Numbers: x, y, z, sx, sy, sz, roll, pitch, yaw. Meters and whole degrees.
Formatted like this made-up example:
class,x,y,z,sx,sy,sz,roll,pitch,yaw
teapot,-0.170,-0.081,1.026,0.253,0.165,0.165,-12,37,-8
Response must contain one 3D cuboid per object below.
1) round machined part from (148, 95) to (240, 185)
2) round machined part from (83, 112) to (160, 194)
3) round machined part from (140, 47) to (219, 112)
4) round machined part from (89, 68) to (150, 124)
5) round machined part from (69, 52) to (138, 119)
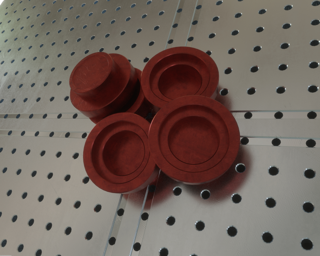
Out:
class,x,y,z,sx,sy,sz,roll,pitch,yaw
round machined part,0.038,0.015,0.352,0.099,0.042,0.098,-2,74,6
round machined part,-0.042,0.033,0.386,0.098,0.042,0.098,-4,75,16
round machined part,0.027,-0.055,0.404,0.099,0.042,0.098,-4,63,8
round machined part,-0.052,-0.036,0.445,0.098,0.042,0.098,-13,56,20
round machined part,-0.084,-0.065,0.425,0.098,0.042,0.098,-13,56,20
